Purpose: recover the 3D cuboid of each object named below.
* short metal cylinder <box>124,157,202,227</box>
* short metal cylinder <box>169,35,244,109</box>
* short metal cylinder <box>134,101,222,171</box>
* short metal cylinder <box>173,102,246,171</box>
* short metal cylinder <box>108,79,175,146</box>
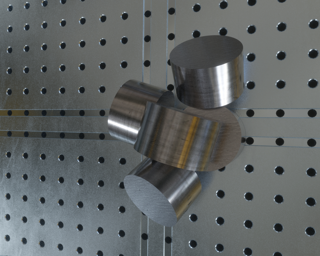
[{"bbox_3d":[0.003,0.072,0.376,0.080,0.050,0.080,29,142,26],"label":"short metal cylinder"},{"bbox_3d":[0.055,-0.066,0.356,0.080,0.080,0.050,2,131,20],"label":"short metal cylinder"},{"bbox_3d":[0.018,0.007,0.323,0.080,0.080,0.050,19,96,19],"label":"short metal cylinder"},{"bbox_3d":[0.061,0.010,0.377,0.080,0.050,0.080,0,89,20],"label":"short metal cylinder"},{"bbox_3d":[-0.022,-0.016,0.391,0.050,0.080,0.080,20,97,19],"label":"short metal cylinder"}]
